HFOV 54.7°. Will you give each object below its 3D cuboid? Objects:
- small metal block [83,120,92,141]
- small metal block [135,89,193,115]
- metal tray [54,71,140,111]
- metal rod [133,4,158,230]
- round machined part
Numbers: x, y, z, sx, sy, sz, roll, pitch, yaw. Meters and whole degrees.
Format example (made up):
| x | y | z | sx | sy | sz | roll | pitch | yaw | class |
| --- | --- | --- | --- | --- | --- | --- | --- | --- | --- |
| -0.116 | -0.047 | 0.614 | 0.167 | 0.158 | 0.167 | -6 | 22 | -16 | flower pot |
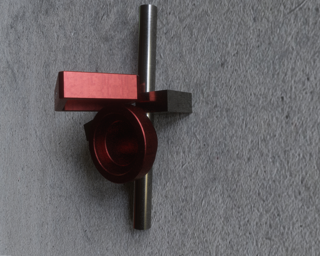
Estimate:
| x | y | z | sx | sy | sz | roll | pitch | yaw | class |
| --- | --- | --- | --- | --- | --- | --- | --- | --- | --- |
| -0.073 | -0.001 | 0.448 | 0.050 | 0.050 | 0.025 | -24 | 75 | 37 | small metal block |
| 0.005 | -0.031 | 0.384 | 0.050 | 0.050 | 0.025 | -2 | 89 | 39 | small metal block |
| -0.087 | -0.043 | 0.404 | 0.130 | 0.091 | 0.030 | 170 | 98 | -69 | metal tray |
| -0.020 | -0.013 | 0.421 | 0.025 | 0.025 | 0.298 | 3 | 92 | 39 | metal rod |
| -0.042 | 0.018 | 0.392 | 0.098 | 0.042 | 0.097 | 3 | 95 | 37 | round machined part |
